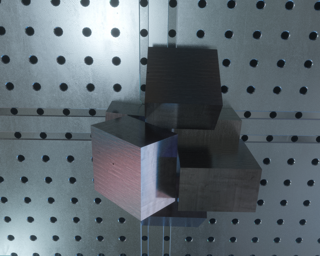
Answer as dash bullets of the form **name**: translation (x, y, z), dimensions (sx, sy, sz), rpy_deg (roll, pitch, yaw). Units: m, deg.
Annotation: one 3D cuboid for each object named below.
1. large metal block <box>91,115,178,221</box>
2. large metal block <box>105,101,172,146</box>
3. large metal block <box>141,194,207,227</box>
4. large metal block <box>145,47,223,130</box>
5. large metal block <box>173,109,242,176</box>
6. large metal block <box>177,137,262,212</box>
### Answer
- **large metal block**: translation (-0.029, 0.039, 0.336), dimensions (0.080, 0.050, 0.079), rpy_deg (20, 118, 41)
- **large metal block**: translation (-0.029, 0.014, 0.405), dimensions (0.080, 0.050, 0.079), rpy_deg (6, 110, -3)
- **large metal block**: translation (0.016, 0.100, 0.415), dimensions (0.080, 0.050, 0.080), rpy_deg (2, 155, -1)
- **large metal block**: translation (0.025, -0.046, 0.360), dimensions (0.080, 0.080, 0.050), rpy_deg (2, 148, -1)
- **large metal block**: translation (0.056, 0.018, 0.407), dimensions (0.080, 0.050, 0.079), rpy_deg (3, 110, -1)
- **large metal block**: translation (0.059, 0.049, 0.349), dimensions (0.080, 0.080, 0.050), rpy_deg (1, 110, -1)
